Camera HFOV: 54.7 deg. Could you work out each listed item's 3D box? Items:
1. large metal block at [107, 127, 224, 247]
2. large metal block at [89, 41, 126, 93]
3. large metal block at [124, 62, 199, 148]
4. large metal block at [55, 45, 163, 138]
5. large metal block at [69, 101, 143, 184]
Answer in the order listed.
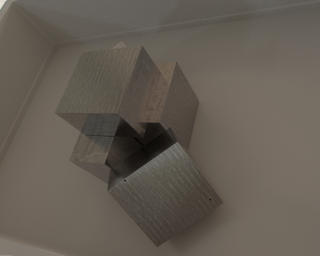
[{"bbox_3d":[0.004,0.059,0.320,0.080,0.080,0.050,-36,16,4],"label":"large metal block"},{"bbox_3d":[-0.062,-0.066,0.432,0.080,0.080,0.050,-37,86,3],"label":"large metal block"},{"bbox_3d":[0.004,-0.022,0.379,0.050,0.080,0.080,1,62,28],"label":"large metal block"},{"bbox_3d":[-0.053,-0.038,0.335,0.080,0.050,0.080,2,63,29],"label":"large metal block"},{"bbox_3d":[-0.054,0.021,0.384,0.050,0.080,0.080,1,62,28],"label":"large metal block"}]
